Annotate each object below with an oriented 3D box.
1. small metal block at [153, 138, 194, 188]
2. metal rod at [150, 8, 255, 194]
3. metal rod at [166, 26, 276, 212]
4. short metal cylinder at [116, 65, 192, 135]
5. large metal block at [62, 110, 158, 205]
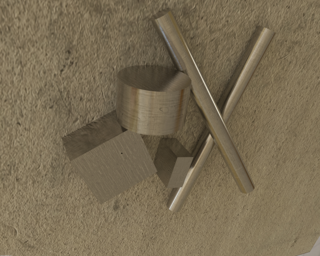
[{"bbox_3d":[0.016,0.048,0.431,0.025,0.050,0.050,3,117,-30],"label":"small metal block"},{"bbox_3d":[0.069,-0.015,0.411,0.025,0.025,0.299,-35,121,-5],"label":"metal rod"},{"bbox_3d":[0.081,-0.001,0.452,0.025,0.025,0.298,12,112,-34],"label":"metal rod"},{"bbox_3d":[-0.008,-0.034,0.347,0.081,0.080,0.050,-8,122,-25],"label":"short metal cylinder"},{"bbox_3d":[-0.060,0.034,0.380,0.080,0.050,0.080,-29,129,-10],"label":"large metal block"}]
